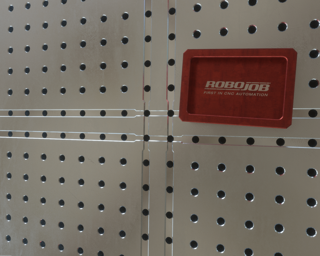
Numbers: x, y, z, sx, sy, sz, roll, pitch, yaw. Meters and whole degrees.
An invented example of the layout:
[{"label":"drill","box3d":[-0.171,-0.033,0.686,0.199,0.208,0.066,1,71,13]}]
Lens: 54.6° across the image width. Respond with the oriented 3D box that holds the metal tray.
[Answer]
[{"label":"metal tray","box3d":[0.092,-0.048,0.377,0.130,0.030,0.090,5,92,20]}]
